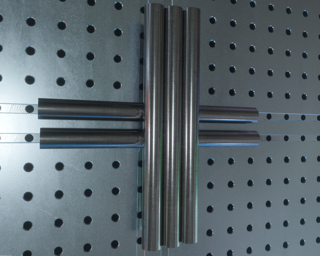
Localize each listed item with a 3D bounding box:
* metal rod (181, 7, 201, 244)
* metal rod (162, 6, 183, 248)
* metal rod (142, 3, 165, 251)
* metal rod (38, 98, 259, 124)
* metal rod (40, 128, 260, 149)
[{"bbox_3d":[0.038,-0.003,0.402,0.025,0.025,0.298,1,90,-20],"label":"metal rod"},{"bbox_3d":[0.015,-0.002,0.393,0.025,0.025,0.298,1,90,-20],"label":"metal rod"},{"bbox_3d":[-0.009,-0.001,0.384,0.025,0.025,0.298,1,90,-20],"label":"metal rod"},{"bbox_3d":[0.000,-0.020,0.414,0.303,0.025,0.025,1,90,-21],"label":"metal rod"},{"bbox_3d":[0.001,0.014,0.414,0.303,0.025,0.025,1,90,-21],"label":"metal rod"}]
